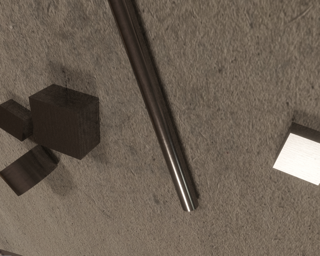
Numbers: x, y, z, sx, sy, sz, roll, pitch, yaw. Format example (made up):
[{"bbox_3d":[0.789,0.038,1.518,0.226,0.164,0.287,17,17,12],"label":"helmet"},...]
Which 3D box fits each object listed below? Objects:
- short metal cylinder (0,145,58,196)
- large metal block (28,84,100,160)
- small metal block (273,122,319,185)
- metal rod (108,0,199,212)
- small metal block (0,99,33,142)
[{"bbox_3d":[-0.225,0.071,0.531,0.080,0.080,0.050,-28,103,37],"label":"short metal cylinder"},{"bbox_3d":[-0.137,-0.010,0.454,0.080,0.050,0.079,18,125,17],"label":"large metal block"},{"bbox_3d":[0.160,0.028,0.340,0.050,0.025,0.050,22,127,14],"label":"small metal block"},{"bbox_3d":[-0.001,-0.017,0.395,0.025,0.025,0.298,-6,116,30],"label":"metal rod"},{"bbox_3d":[-0.243,-0.013,0.524,0.050,0.025,0.050,31,128,7],"label":"small metal block"}]
